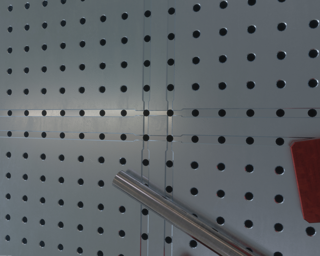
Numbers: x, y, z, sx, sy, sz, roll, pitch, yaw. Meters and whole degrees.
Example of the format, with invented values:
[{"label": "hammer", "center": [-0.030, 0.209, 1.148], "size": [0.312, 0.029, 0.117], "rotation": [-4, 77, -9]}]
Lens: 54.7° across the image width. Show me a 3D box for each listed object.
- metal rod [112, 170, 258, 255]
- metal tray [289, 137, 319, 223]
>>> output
[{"label": "metal rod", "center": [0.067, 0.140, 0.388], "size": [0.301, 0.025, 0.025], "rotation": [29, 100, 17]}, {"label": "metal tray", "center": [0.217, 0.050, 0.333], "size": [0.130, 0.030, 0.089], "rotation": [-10, 87, 19]}]
